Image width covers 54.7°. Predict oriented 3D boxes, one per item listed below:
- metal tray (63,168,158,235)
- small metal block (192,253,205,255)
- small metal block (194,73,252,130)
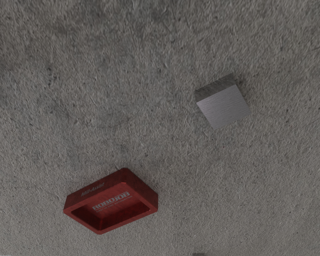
[{"bbox_3d":[-0.080,0.124,0.508,0.130,0.030,0.090,-28,125,21],"label":"metal tray"},{"bbox_3d":[0.081,0.297,0.645,0.025,0.050,0.050,0,130,0],"label":"small metal block"},{"bbox_3d":[0.077,-0.032,0.381,0.050,0.025,0.050,-25,126,20],"label":"small metal block"}]
